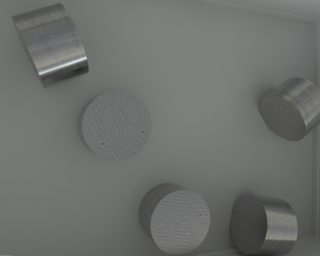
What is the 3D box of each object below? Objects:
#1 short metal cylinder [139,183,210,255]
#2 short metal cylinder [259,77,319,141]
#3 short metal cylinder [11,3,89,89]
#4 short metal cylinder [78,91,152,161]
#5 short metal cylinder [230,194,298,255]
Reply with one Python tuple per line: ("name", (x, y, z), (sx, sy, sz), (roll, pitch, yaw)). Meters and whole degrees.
("short metal cylinder", (0.018, 0.116, 0.405), (0.081, 0.050, 0.079), (0, 90, -21))
("short metal cylinder", (0.195, -0.027, 0.455), (0.050, 0.080, 0.080), (-35, 102, -17))
("short metal cylinder", (-0.119, -0.089, 0.338), (0.050, 0.080, 0.080), (-25, 99, -18))
("short metal cylinder", (-0.056, -0.002, 0.377), (0.081, 0.050, 0.079), (0, 90, -21))
("short metal cylinder", (0.144, 0.136, 0.437), (0.050, 0.080, 0.080), (12, 86, -20))
